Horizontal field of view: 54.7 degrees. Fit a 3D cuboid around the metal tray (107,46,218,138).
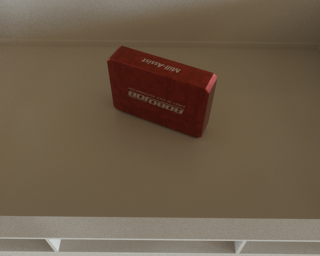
[{"bbox_3d":[0.001,-0.045,0.396,0.130,0.089,0.030,20,53,15],"label":"metal tray"}]
